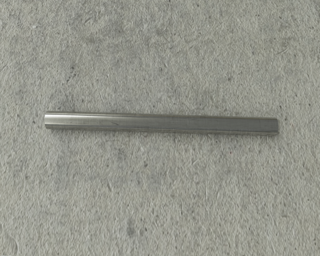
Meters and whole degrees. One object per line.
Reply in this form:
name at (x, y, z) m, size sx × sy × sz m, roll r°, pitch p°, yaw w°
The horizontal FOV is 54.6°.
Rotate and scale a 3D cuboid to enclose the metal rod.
metal rod at (0.002, -0.006, 0.412) m, size 0.302 × 0.025 × 0.025 m, roll 2°, pitch 70°, yaw 0°
